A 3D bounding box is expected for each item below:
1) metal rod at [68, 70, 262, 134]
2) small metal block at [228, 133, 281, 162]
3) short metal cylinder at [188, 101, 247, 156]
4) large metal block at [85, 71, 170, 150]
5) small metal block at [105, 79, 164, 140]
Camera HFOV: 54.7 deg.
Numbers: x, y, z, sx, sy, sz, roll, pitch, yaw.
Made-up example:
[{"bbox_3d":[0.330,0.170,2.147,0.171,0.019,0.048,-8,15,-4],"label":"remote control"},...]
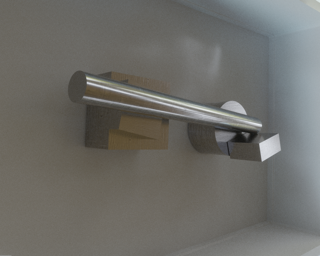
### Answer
[{"bbox_3d":[0.038,-0.017,0.347,0.302,0.025,0.025,8,85,-48],"label":"metal rod"},{"bbox_3d":[0.133,0.026,0.436,0.050,0.050,0.025,-19,102,-39],"label":"small metal block"},{"bbox_3d":[0.089,0.000,0.465,0.081,0.050,0.079,0,90,-40],"label":"short metal cylinder"},{"bbox_3d":[-0.036,-0.016,0.358,0.081,0.050,0.080,3,88,-40],"label":"large metal block"},{"bbox_3d":[-0.024,-0.017,0.321,0.050,0.025,0.050,17,79,-39],"label":"small metal block"}]
